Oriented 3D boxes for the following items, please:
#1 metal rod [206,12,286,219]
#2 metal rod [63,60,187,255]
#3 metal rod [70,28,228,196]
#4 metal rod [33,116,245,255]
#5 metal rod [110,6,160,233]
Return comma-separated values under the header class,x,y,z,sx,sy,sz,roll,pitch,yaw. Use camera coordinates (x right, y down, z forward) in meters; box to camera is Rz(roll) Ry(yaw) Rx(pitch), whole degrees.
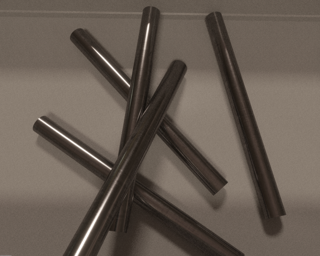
class,x,y,z,sx,sy,sz,roll,pitch,yaw
metal rod,0.110,-0.031,0.422,0.025,0.025,0.299,-10,70,-4
metal rod,-0.023,0.016,0.345,0.025,0.025,0.301,20,49,7
metal rod,-0.024,-0.031,0.420,0.025,0.025,0.300,-39,75,-13
metal rod,-0.034,0.074,0.381,0.301,0.025,0.025,33,73,11
metal rod,-0.030,-0.026,0.390,0.025,0.025,0.299,7,70,2
